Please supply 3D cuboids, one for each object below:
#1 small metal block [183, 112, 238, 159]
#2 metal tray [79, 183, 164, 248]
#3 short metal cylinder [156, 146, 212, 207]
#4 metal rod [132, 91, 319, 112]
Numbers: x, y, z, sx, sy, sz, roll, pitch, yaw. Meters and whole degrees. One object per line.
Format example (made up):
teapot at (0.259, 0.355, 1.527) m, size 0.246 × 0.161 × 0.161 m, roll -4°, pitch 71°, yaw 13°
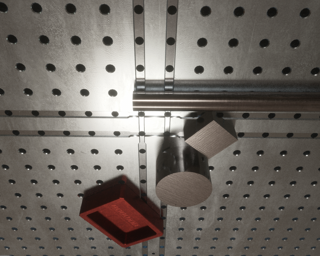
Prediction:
small metal block at (0.068, 0.009, 0.420) m, size 0.050 × 0.025 × 0.050 m, roll 36°, pitch 121°, yaw -27°
metal tray at (-0.064, 0.157, 0.540) m, size 0.090 × 0.030 × 0.130 m, roll -25°, pitch 126°, yaw 19°
short metal cylinder at (0.034, 0.073, 0.458) m, size 0.081 × 0.050 × 0.079 m, roll 0°, pitch 130°, yaw 0°
metal rod at (0.118, -0.033, 0.385) m, size 0.302 × 0.025 × 0.025 m, roll 0°, pitch 130°, yaw -1°
